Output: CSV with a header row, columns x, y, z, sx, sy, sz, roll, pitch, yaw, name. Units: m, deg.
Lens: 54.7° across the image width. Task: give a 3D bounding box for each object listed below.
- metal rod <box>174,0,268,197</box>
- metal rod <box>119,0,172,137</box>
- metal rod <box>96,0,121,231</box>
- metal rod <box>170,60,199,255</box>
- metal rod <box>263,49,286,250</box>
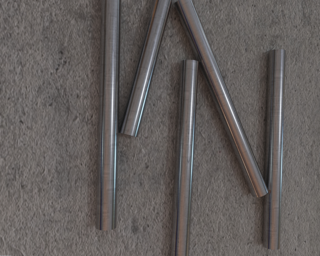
x,y,z,sx,sy,sz,roll,pitch,yaw,name
0.090,-0.038,0.441,0.025,0.025,0.299,-27,99,-18,metal rod
-0.005,-0.135,0.406,0.025,0.025,0.299,16,85,-20,metal rod
-0.064,-0.026,0.385,0.025,0.025,0.298,1,90,-20,metal rod
0.033,0.058,0.420,0.025,0.025,0.298,3,89,-20,metal rod
0.175,0.032,0.473,0.025,0.025,0.298,2,89,-20,metal rod
